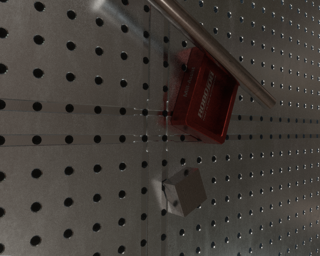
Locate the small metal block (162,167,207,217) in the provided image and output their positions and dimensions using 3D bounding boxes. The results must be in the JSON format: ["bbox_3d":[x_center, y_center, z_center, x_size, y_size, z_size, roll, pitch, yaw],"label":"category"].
[{"bbox_3d":[0.036,0.090,0.442,0.050,0.025,0.050,-28,108,-37],"label":"small metal block"}]

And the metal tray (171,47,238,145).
[{"bbox_3d":[0.074,-0.050,0.470,0.090,0.030,0.130,27,73,-37],"label":"metal tray"}]

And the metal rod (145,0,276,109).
[{"bbox_3d":[0.080,-0.106,0.438,0.301,0.025,0.025,31,71,-35],"label":"metal rod"}]
